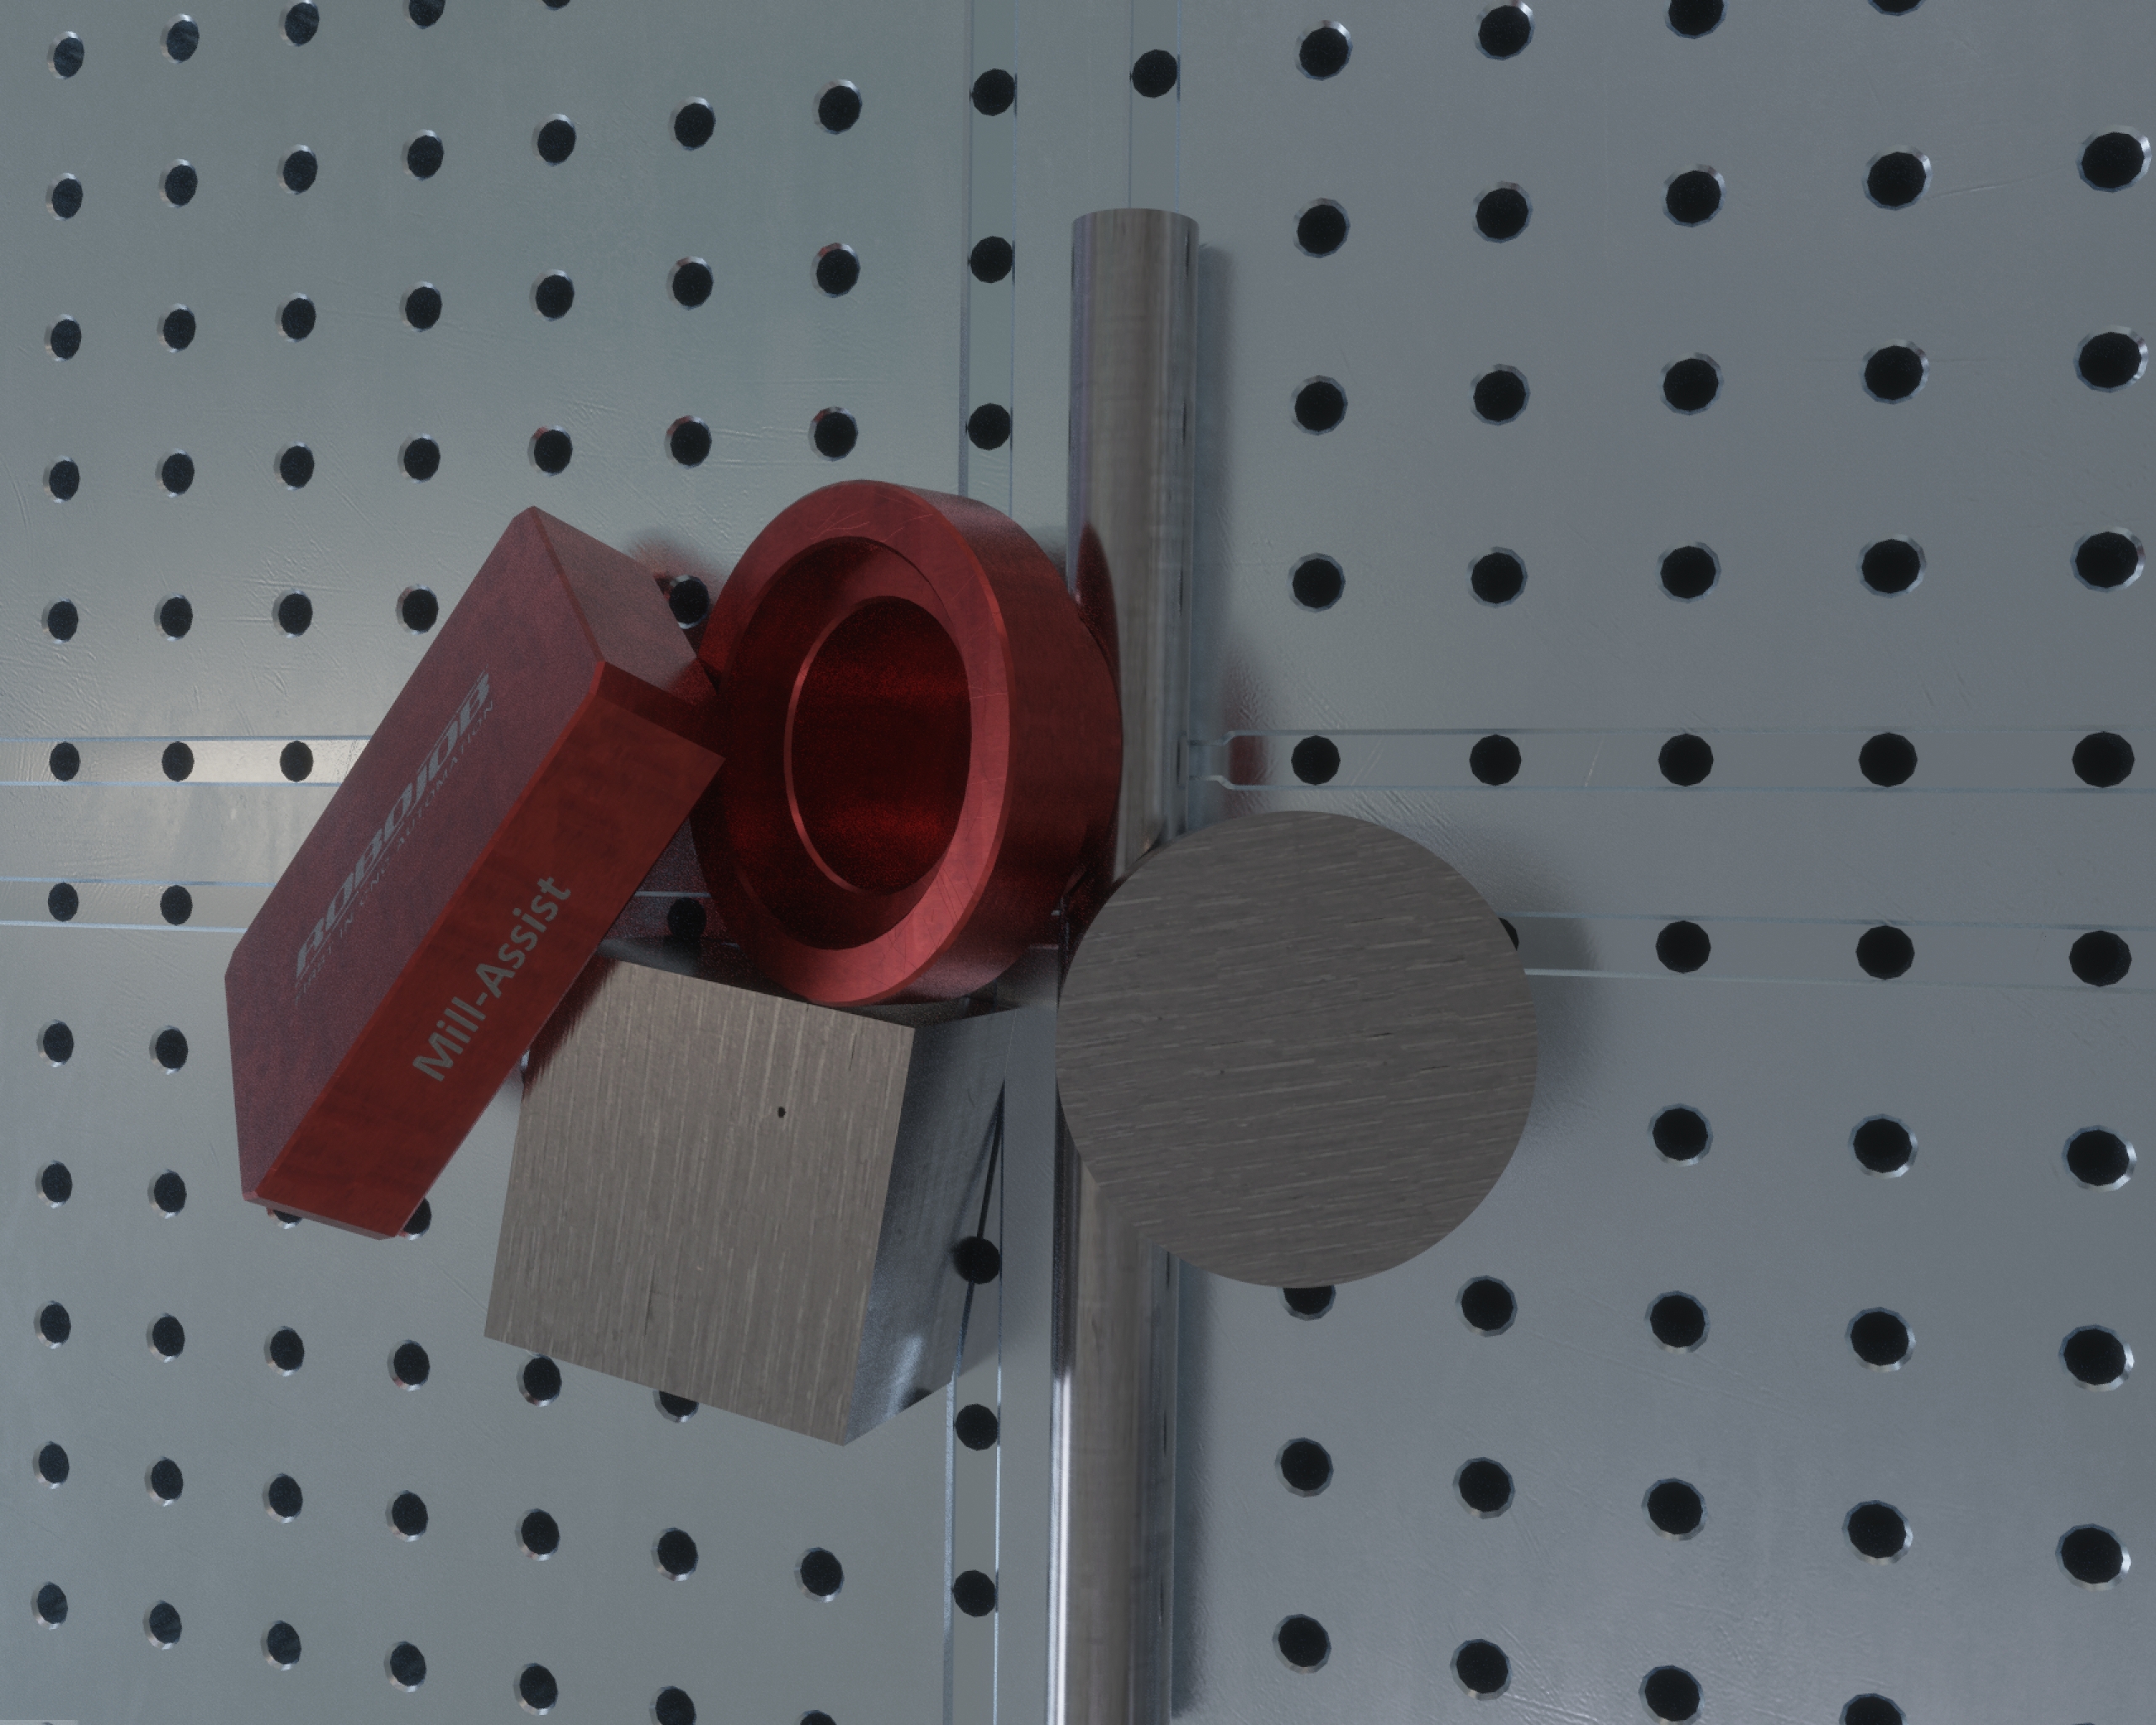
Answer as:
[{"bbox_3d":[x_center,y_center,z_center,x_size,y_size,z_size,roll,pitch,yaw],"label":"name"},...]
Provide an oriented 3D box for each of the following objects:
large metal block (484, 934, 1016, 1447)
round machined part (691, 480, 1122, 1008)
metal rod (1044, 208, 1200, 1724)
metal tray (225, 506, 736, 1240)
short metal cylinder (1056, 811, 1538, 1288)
[{"bbox_3d":[-0.065,0.062,0.422,0.080,0.050,0.079,11,94,19],"label":"large metal block"},{"bbox_3d":[-0.030,-0.022,0.400,0.098,0.042,0.097,-1,88,45],"label":"round machined part"},{"bbox_3d":[0.009,0.024,0.410,0.025,0.025,0.298,1,90,20],"label":"metal rod"},{"bbox_3d":[-0.127,0.000,0.429,0.130,0.030,0.090,-53,36,12],"label":"metal tray"},{"bbox_3d":[0.036,0.031,0.372,0.081,0.050,0.079,0,90,0],"label":"short metal cylinder"}]
